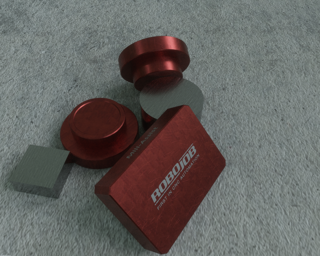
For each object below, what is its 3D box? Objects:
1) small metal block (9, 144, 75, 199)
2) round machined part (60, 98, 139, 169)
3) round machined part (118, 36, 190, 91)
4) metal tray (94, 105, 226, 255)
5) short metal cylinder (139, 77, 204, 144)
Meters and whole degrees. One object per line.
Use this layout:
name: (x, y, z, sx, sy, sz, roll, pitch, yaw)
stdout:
small metal block: (-0.135, 0.050, 0.359, 0.050, 0.025, 0.050, 9, 51, 7)
round machined part: (-0.076, 0.000, 0.391, 0.099, 0.042, 0.098, 0, 50, 0)
round machined part: (-0.006, -0.082, 0.430, 0.099, 0.098, 0.042, -10, 74, -8)
metal tray: (0.008, 0.049, 0.322, 0.030, 0.090, 0.131, -11, 30, 52)
short metal cylinder: (0.015, -0.022, 0.406, 0.081, 0.050, 0.080, 0, 50, 0)
